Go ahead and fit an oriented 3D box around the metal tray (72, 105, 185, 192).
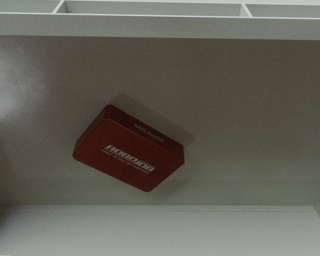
[{"bbox_3d":[-0.042,0.034,0.434,0.131,0.030,0.090,30,124,-24],"label":"metal tray"}]
